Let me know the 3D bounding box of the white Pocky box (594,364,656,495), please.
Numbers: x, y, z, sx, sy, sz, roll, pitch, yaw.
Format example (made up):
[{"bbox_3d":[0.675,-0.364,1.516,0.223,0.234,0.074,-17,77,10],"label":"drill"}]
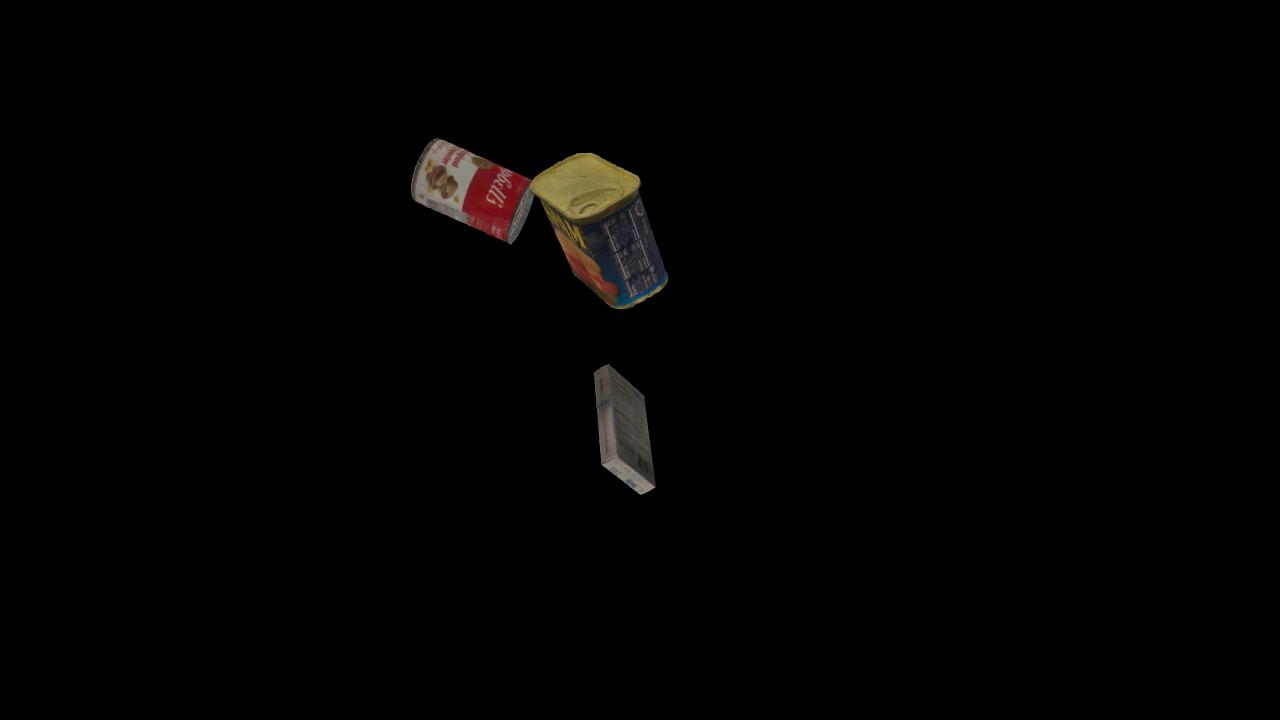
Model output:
[{"bbox_3d":[-0.019,0.083,0.764,0.028,0.154,0.084,-31,-51,19],"label":"white Pocky box"}]

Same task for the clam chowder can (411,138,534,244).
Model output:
[{"bbox_3d":[-0.162,-0.165,0.605,0.102,0.068,0.068,23,-2,-6],"label":"clam chowder can"}]

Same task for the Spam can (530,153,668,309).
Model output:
[{"bbox_3d":[-0.029,-0.097,0.465,0.058,0.085,0.101,-33,42,-11],"label":"Spam can"}]
